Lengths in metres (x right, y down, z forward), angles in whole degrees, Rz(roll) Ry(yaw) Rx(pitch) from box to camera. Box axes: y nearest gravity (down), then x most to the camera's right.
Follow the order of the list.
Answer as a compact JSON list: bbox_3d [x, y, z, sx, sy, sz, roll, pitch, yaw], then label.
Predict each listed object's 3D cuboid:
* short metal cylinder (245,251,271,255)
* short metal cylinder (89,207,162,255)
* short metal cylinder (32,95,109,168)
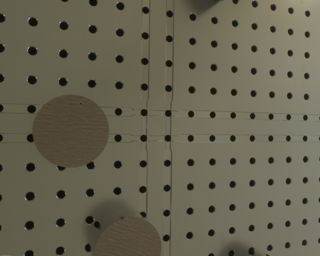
[{"bbox_3d":[0.156,0.231,0.457,0.081,0.050,0.079,0,90,-20],"label":"short metal cylinder"},{"bbox_3d":[-0.045,0.144,0.383,0.081,0.050,0.079,0,90,-20],"label":"short metal cylinder"},{"bbox_3d":[-0.104,0.003,0.361,0.081,0.050,0.079,0,90,-20],"label":"short metal cylinder"}]
